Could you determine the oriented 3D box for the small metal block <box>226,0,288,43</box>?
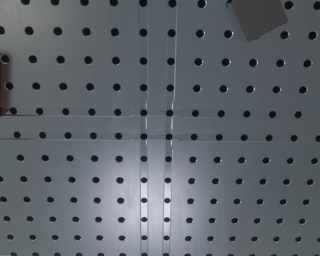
[{"bbox_3d":[0.114,-0.136,0.364,0.050,0.025,0.050,-27,108,9],"label":"small metal block"}]
